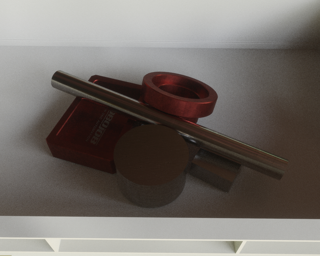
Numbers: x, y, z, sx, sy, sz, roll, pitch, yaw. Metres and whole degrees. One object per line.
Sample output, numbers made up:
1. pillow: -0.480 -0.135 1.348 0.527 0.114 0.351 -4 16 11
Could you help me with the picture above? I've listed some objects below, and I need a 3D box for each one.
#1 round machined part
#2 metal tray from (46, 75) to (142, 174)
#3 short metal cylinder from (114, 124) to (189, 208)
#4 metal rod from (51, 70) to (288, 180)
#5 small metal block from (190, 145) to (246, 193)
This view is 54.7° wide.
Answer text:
1. round machined part: 0.022 -0.036 0.406 0.099 0.042 0.098 12 27 -6
2. metal tray: -0.074 -0.011 0.406 0.090 0.030 0.130 14 51 11
3. short metal cylinder: -0.009 0.042 0.350 0.081 0.050 0.080 0 50 0
4. metal rod: -0.001 -0.010 0.373 0.301 0.025 0.025 22 53 14
5. small metal block: 0.070 0.041 0.369 0.050 0.025 0.050 25 54 19
